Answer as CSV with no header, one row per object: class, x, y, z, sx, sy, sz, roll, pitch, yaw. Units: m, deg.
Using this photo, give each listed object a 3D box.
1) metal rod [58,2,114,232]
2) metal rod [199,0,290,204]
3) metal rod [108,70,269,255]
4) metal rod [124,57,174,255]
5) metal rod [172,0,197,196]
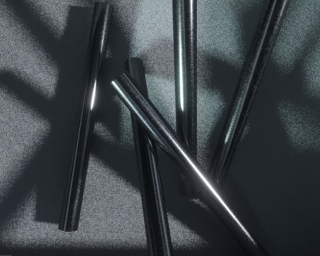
metal rod,-0.098,-0.014,0.410,0.025,0.025,0.298,9,90,-1
metal rod,0.098,-0.038,0.359,0.025,0.025,0.298,14,112,-1
metal rod,0.044,0.058,0.372,0.025,0.025,0.300,-39,105,0
metal rod,-0.013,0.048,0.352,0.025,0.025,0.299,-9,66,0
metal rod,0.029,-0.051,0.352,0.025,0.025,0.298,-3,115,0
